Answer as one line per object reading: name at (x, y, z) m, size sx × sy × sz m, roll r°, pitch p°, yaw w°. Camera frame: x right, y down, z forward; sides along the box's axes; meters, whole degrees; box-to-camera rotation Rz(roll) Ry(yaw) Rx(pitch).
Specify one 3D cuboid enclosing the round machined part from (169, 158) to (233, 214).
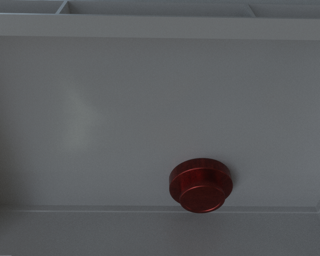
round machined part at (0.064, 0.095, 0.479) m, size 0.099 × 0.042 × 0.097 m, roll 0°, pitch 130°, yaw 0°
